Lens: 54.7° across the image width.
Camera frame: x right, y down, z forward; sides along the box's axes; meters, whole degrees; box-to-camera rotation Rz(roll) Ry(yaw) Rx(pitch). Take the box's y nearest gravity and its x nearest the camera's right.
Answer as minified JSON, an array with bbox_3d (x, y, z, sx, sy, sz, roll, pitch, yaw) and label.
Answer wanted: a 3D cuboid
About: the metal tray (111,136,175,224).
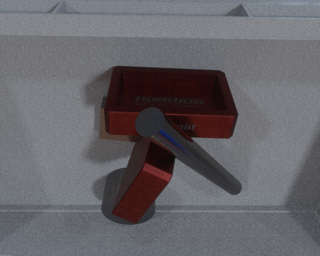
[{"bbox_3d":[-0.012,0.035,0.367,0.030,0.130,0.089,26,126,-9],"label":"metal tray"}]

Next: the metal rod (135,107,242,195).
[{"bbox_3d":[0.055,0.045,0.368,0.025,0.025,0.300,-22,152,17],"label":"metal rod"}]

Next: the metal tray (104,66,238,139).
[{"bbox_3d":[0.011,-0.031,0.340,0.131,0.090,0.030,2,130,-2],"label":"metal tray"}]

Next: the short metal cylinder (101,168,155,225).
[{"bbox_3d":[-0.048,0.107,0.483,0.081,0.050,0.079,0,130,0],"label":"short metal cylinder"}]

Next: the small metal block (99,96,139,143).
[{"bbox_3d":[-0.050,-0.010,0.400,0.050,0.025,0.050,7,130,-6],"label":"small metal block"}]
